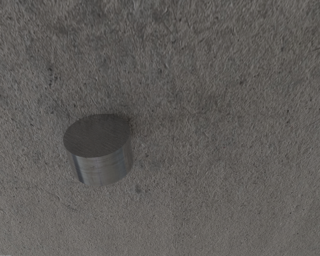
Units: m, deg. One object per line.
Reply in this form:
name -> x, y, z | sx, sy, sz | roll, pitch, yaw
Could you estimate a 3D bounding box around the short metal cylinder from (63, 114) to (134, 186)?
short metal cylinder -> -0.076, 0.026, 0.393 | 0.080, 0.080, 0.050 | -1, 130, 1
